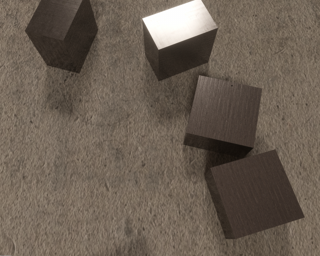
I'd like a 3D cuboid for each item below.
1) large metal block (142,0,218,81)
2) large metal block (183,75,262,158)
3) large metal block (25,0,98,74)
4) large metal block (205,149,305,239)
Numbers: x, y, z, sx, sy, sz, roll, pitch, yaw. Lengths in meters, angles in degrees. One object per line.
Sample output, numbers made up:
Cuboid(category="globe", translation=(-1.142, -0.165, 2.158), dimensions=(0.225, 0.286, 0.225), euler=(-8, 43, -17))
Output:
Cuboid(category="large metal block", translation=(0.025, -0.117, 0.422), dimensions=(0.080, 0.080, 0.050), euler=(-23, 72, -8))
Cuboid(category="large metal block", translation=(0.080, -0.014, 0.401), dimensions=(0.080, 0.050, 0.080), euler=(13, 70, 4))
Cuboid(category="large metal block", translation=(-0.130, -0.135, 0.427), dimensions=(0.050, 0.080, 0.080), euler=(15, 71, 5))
Cuboid(category="large metal block", translation=(0.107, 0.079, 0.367), dimensions=(0.081, 0.050, 0.080), euler=(-15, 71, -6))
